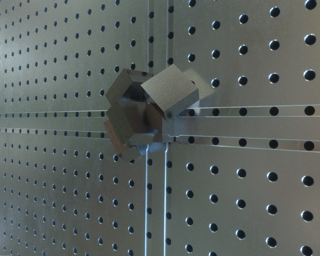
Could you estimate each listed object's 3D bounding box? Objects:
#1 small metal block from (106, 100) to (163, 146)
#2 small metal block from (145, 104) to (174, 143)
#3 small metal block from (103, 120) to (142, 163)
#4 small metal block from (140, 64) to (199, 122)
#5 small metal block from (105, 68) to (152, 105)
[{"bbox_3d":[-0.032,-0.006,0.388,0.025,0.050,0.050,-43,65,31],"label":"small metal block"},{"bbox_3d":[-0.009,-0.007,0.417,0.050,0.025,0.050,1,90,39],"label":"small metal block"},{"bbox_3d":[-0.052,0.016,0.433,0.025,0.050,0.050,-26,69,-2],"label":"small metal block"},{"bbox_3d":[0.013,-0.044,0.382,0.050,0.025,0.050,-35,61,-9],"label":"small metal block"},{"bbox_3d":[-0.038,-0.052,0.426,0.050,0.050,0.025,-48,61,29],"label":"small metal block"}]
